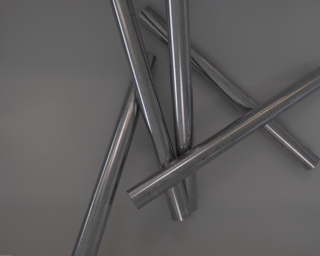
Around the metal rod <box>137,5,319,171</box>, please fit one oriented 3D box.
[{"bbox_3d":[0.090,-0.052,0.411,0.300,0.025,0.025,42,90,0],"label":"metal rod"}]

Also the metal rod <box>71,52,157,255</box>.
[{"bbox_3d":[-0.053,0.039,0.354,0.025,0.025,0.300,15,67,0],"label":"metal rod"}]

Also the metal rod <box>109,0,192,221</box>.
[{"bbox_3d":[-0.013,-0.033,0.369,0.025,0.025,0.298,-16,96,0],"label":"metal rod"}]

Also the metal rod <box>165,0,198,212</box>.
[{"bbox_3d":[0.026,-0.034,0.363,0.025,0.025,0.298,-5,109,0],"label":"metal rod"}]

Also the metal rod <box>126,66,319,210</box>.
[{"bbox_3d":[0.095,0.004,0.375,0.302,0.025,0.025,-31,90,-13],"label":"metal rod"}]
